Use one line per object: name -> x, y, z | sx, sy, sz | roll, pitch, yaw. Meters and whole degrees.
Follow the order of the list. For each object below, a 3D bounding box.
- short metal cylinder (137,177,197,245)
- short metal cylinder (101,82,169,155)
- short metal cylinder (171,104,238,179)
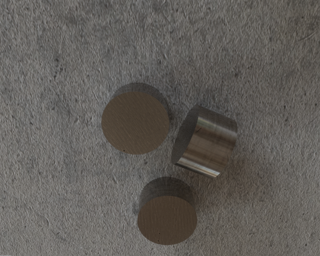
short metal cylinder -> 0.010, 0.117, 0.439 | 0.081, 0.050, 0.079 | 0, 110, 0
short metal cylinder -> -0.029, -0.013, 0.391 | 0.081, 0.050, 0.079 | 0, 110, 0
short metal cylinder -> 0.054, 0.017, 0.387 | 0.050, 0.080, 0.079 | 22, 109, -8
